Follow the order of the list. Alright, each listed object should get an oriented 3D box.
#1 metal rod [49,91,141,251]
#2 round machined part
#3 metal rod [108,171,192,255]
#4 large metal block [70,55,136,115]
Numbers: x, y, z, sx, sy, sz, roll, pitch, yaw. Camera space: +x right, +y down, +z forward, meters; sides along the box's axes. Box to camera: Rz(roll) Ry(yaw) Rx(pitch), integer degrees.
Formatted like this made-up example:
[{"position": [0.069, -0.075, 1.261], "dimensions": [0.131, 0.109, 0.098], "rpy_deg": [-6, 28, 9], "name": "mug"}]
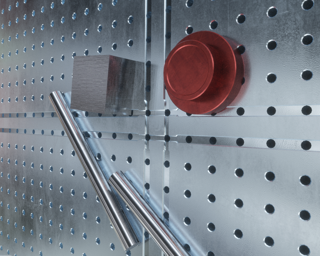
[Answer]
[{"position": [-0.114, 0.055, 0.500], "dimensions": [0.025, 0.025, 0.299], "rpy_deg": [-48, 62, 29], "name": "metal rod"}, {"position": [0.043, -0.064, 0.361], "dimensions": [0.098, 0.042, 0.097], "rpy_deg": [0, 90, 39], "name": "round machined part"}, {"position": [0.027, 0.163, 0.385], "dimensions": [0.300, 0.025, 0.025], "rpy_deg": [44, 116, 30], "name": "metal rod"}, {"position": [-0.086, -0.064, 0.462], "dimensions": [0.080, 0.050, 0.079], "rpy_deg": [9, 96, 39], "name": "large metal block"}]
